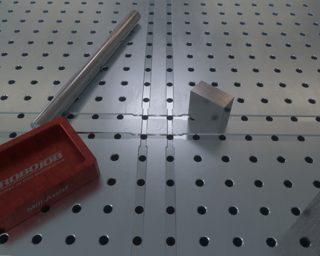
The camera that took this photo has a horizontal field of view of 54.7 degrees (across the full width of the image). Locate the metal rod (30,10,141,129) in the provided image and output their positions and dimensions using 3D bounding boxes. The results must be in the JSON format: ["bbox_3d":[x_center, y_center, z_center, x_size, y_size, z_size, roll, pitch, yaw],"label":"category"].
[{"bbox_3d":[-0.103,-0.105,0.494,0.025,0.025,0.301,17,52,14],"label":"metal rod"}]

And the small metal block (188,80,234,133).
[{"bbox_3d":[0.067,-0.028,0.416,0.050,0.050,0.025,32,57,23],"label":"small metal block"}]

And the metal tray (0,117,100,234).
[{"bbox_3d":[-0.150,0.050,0.361,0.131,0.030,0.090,-30,56,-23],"label":"metal tray"}]

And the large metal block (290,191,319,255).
[{"bbox_3d":[0.185,0.096,0.293,0.050,0.080,0.080,-28,56,-21],"label":"large metal block"}]
